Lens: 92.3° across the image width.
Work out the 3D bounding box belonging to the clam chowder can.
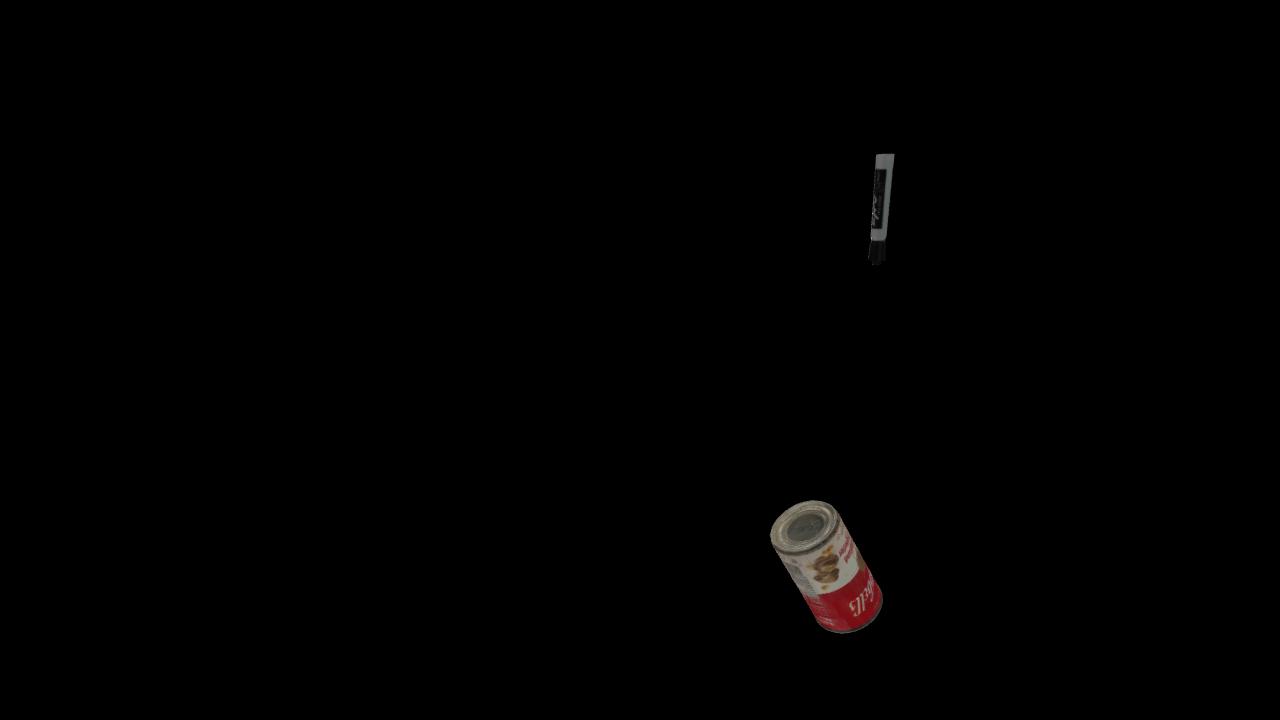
[{"bbox_3d":[0.171,0.189,0.568,0.068,0.102,0.068,-29,17,10],"label":"clam chowder can"}]

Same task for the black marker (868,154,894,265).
[{"bbox_3d":[0.268,-0.166,0.686,0.020,0.121,0.020,-2,19,1],"label":"black marker"}]
